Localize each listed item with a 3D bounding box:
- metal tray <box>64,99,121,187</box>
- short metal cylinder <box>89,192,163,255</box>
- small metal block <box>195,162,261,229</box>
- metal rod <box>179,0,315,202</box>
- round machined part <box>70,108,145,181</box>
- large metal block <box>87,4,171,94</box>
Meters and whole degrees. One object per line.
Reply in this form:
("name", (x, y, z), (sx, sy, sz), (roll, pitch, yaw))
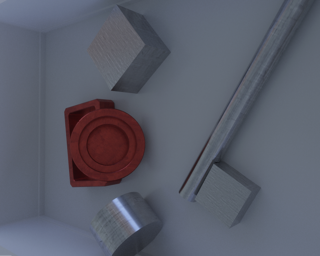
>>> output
("metal tray", (-0.108, 0.026, 0.489), (0.090, 0.030, 0.129), (-10, 83, 39))
("short metal cylinder", (-0.044, 0.130, 0.405), (0.050, 0.081, 0.080), (47, 118, 29))
("small metal block", (0.074, 0.073, 0.344), (0.050, 0.025, 0.050), (37, 112, 33))
("metal rod", (0.095, -0.044, 0.326), (0.025, 0.025, 0.298), (39, 113, 33))
("round machined part", (-0.072, 0.024, 0.429), (0.042, 0.099, 0.097), (152, 112, -76))
("large metal block", (-0.045, -0.105, 0.426), (0.080, 0.050, 0.080), (-47, 62, 29))
